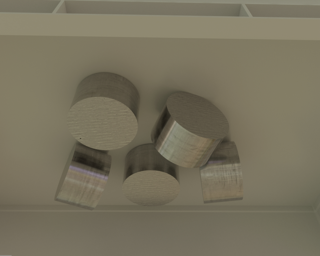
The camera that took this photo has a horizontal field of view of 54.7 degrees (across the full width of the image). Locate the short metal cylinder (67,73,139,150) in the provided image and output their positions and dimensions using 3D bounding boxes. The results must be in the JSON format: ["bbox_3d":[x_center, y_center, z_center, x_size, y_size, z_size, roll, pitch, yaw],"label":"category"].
[{"bbox_3d":[-0.066,-0.019,0.373,0.081,0.050,0.079,0,130,0],"label":"short metal cylinder"}]

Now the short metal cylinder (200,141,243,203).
[{"bbox_3d":[0.080,0.060,0.423,0.050,0.080,0.080,-7,130,5],"label":"short metal cylinder"}]

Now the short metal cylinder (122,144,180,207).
[{"bbox_3d":[-0.012,0.069,0.449,0.081,0.050,0.079,0,130,0],"label":"short metal cylinder"}]

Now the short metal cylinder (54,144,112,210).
[{"bbox_3d":[-0.106,0.067,0.426,0.050,0.080,0.080,21,127,-18],"label":"short metal cylinder"}]

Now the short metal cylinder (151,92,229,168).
[{"bbox_3d":[0.035,0.001,0.374,0.081,0.080,0.050,17,128,-14],"label":"short metal cylinder"}]
